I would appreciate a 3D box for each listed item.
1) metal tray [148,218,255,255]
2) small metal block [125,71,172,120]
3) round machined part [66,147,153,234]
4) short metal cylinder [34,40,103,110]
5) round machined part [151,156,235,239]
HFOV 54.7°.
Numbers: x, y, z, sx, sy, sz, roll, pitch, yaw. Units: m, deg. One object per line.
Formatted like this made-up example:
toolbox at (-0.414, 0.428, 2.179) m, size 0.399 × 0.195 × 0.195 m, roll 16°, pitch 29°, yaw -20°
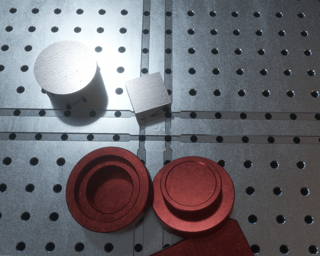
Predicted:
metal tray at (0.044, 0.170, 0.348) m, size 0.131 × 0.030 × 0.090 m, roll -22°, pitch 72°, yaw -8°
small metal block at (-0.016, -0.044, 0.428) m, size 0.050 × 0.025 × 0.050 m, roll -18°, pitch 71°, yaw -7°
round machined part at (-0.057, 0.075, 0.369) m, size 0.098 × 0.042 × 0.098 m, roll -3°, pitch 68°, yaw 8°
short metal cylinder at (-0.122, -0.071, 0.423) m, size 0.081 × 0.050 × 0.080 m, roll 0°, pitch 70°, yaw -1°
round machined part at (0.037, 0.073, 0.360) m, size 0.099 × 0.042 × 0.098 m, roll -4°, pitch 51°, yaw 6°
